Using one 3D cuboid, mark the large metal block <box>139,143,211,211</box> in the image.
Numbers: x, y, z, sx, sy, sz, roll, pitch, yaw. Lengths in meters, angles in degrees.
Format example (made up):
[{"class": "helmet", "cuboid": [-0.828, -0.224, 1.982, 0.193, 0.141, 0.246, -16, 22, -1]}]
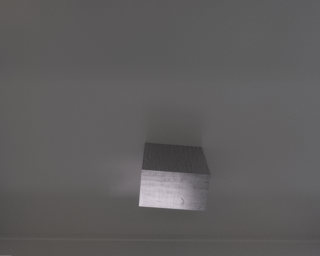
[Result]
[{"class": "large metal block", "cuboid": [0.017, 0.061, 0.404, 0.080, 0.080, 0.050, 5, 110, -2]}]
